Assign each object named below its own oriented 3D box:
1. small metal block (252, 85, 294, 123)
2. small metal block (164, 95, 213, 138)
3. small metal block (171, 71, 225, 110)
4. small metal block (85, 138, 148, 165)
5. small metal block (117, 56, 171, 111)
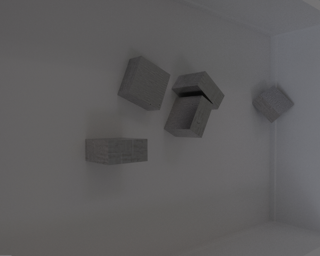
[{"bbox_3d":[0.205,-0.044,0.562,0.050,0.025,0.050,-31,74,-35],"label":"small metal block"},{"bbox_3d":[0.039,-0.015,0.422,0.025,0.050,0.050,34,69,-35],"label":"small metal block"},{"bbox_3d":[0.053,-0.050,0.435,0.050,0.050,0.025,44,64,-31],"label":"small metal block"},{"bbox_3d":[-0.049,0.025,0.349,0.050,0.050,0.025,-1,91,-40],"label":"small metal block"},{"bbox_3d":[-0.019,-0.055,0.390,0.050,0.025,0.050,27,73,-37],"label":"small metal block"}]
